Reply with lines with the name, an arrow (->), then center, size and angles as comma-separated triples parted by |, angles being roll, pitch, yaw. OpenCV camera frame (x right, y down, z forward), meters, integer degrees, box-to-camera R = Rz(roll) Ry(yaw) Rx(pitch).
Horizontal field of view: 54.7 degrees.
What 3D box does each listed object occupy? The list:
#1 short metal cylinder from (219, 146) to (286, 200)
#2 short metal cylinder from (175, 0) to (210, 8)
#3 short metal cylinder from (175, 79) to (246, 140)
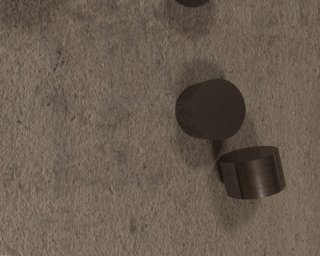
short metal cylinder -> 0.127, 0.060, 0.428 | 0.081, 0.080, 0.050 | -15, 96, -20
short metal cylinder -> 0.051, -0.211, 0.415 | 0.081, 0.050, 0.079 | 0, 90, -21
short metal cylinder -> 0.068, -0.024, 0.422 | 0.081, 0.050, 0.079 | 0, 90, -21
